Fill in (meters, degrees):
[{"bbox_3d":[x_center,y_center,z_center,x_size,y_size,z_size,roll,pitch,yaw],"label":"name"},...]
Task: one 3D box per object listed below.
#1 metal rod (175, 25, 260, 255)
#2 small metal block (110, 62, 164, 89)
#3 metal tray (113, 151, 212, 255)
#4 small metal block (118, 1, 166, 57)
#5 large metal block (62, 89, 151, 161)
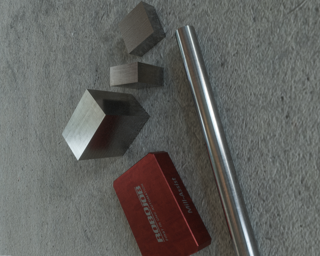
[{"bbox_3d":[0.065,0.024,0.349,0.025,0.025,0.299,-22,76,37],"label":"metal rod"},{"bbox_3d":[-0.030,-0.068,0.412,0.050,0.050,0.025,-1,90,39],"label":"small metal block"},{"bbox_3d":[-0.002,0.107,0.402,0.090,0.030,0.130,-41,66,32],"label":"metal tray"},{"bbox_3d":[-0.026,-0.134,0.424,0.050,0.025,0.050,-31,71,35],"label":"small metal block"},{"bbox_3d":[-0.074,-0.004,0.428,0.050,0.081,0.080,51,119,28],"label":"large metal block"}]
